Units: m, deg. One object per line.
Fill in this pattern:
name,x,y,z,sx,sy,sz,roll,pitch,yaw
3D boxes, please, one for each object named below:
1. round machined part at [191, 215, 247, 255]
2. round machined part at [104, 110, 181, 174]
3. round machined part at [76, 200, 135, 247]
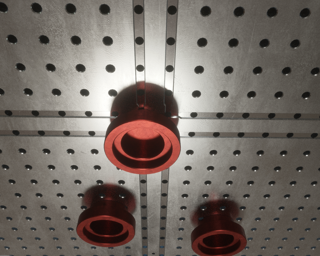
round machined part,0.106,0.196,0.570,0.099,0.042,0.097,-1,130,0
round machined part,-0.023,0.014,0.412,0.099,0.042,0.097,-1,130,0
round machined part,-0.092,0.163,0.538,0.099,0.042,0.097,-1,130,0
